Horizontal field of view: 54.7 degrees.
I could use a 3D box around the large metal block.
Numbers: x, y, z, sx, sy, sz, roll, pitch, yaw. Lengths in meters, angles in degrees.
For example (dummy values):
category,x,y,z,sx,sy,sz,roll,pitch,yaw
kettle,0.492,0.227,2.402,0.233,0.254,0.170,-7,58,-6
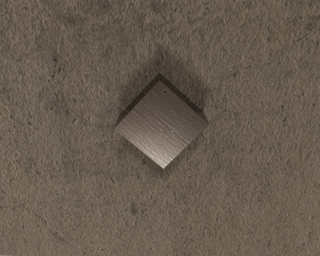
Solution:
category,x,y,z,sx,sy,sz,roll,pitch,yaw
large metal block,0.002,-0.010,0.393,0.080,0.050,0.080,41,105,-14
